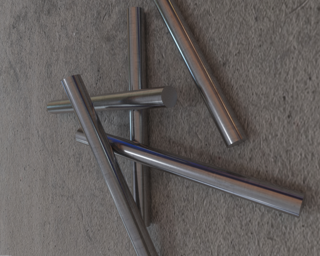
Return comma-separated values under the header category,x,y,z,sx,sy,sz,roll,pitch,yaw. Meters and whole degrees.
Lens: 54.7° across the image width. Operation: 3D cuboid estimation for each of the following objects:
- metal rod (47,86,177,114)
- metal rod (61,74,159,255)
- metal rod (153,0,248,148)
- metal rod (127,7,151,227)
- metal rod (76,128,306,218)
category,x,y,z,sx,sy,sz,roll,pitch,yaw
metal rod,-0.092,-0.037,0.457,0.300,0.025,0.025,1,91,47
metal rod,-0.054,0.074,0.397,0.025,0.025,0.299,-21,93,38
metal rod,0.027,-0.114,0.382,0.025,0.025,0.299,-36,68,34
metal rod,-0.030,-0.015,0.429,0.025,0.025,0.298,-3,88,40
metal rod,0.011,0.042,0.372,0.300,0.025,0.025,14,99,31
